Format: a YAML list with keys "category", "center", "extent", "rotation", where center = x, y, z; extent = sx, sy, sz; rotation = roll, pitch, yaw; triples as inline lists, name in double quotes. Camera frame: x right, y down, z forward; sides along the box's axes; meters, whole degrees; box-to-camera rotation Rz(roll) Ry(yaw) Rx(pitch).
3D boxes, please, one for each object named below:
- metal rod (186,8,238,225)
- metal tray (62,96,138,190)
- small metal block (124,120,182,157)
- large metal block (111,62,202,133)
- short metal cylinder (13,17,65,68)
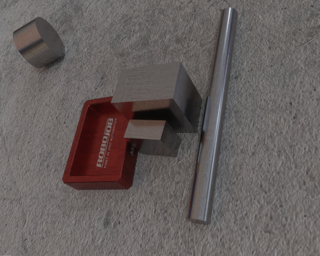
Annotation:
- category: "metal rod"
  center: [0.070, -0.034, 0.386]
  extent: [0.025, 0.025, 0.300]
  rotation: [-1, 61, 27]
- category: "metal tray"
  center: [-0.074, 0.018, 0.426]
  extent: [0.090, 0.030, 0.130]
  rotation: [-6, 59, 24]
- category: "small metal block"
  center: [-0.008, 0.013, 0.383]
  extent: [0.050, 0.050, 0.025]
  rotation: [2, 63, 29]
- category: "large metal block"
  center: [-0.001, -0.034, 0.388]
  extent: [0.080, 0.080, 0.050]
  rotation: [-2, 61, 27]
- category: "short metal cylinder"
  center: [-0.225, -0.160, 0.582]
  extent: [0.050, 0.080, 0.080]
  rotation: [-26, 53, 12]
